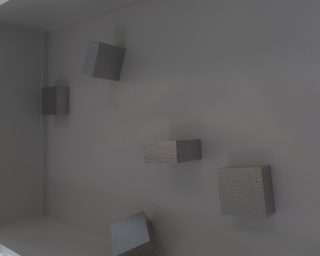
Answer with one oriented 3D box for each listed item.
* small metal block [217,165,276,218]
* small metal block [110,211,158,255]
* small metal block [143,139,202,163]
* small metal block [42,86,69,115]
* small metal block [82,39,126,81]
[{"bbox_3d":[0.092,0.066,0.331,0.050,0.025,0.050,-8,85,39],"label":"small metal block"},{"bbox_3d":[-0.035,0.145,0.407,0.050,0.025,0.050,-25,34,2],"label":"small metal block"},{"bbox_3d":[0.015,0.028,0.378,0.050,0.050,0.025,-5,87,40],"label":"small metal block"},{"bbox_3d":[-0.191,-0.049,0.565,0.050,0.025,0.050,1,90,40],"label":"small metal block"},{"bbox_3d":[-0.082,-0.099,0.459,0.025,0.050,0.050,24,105,37],"label":"small metal block"}]
